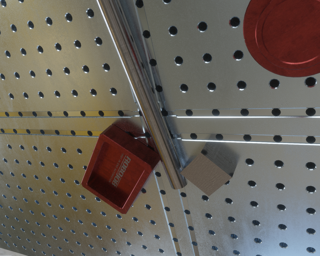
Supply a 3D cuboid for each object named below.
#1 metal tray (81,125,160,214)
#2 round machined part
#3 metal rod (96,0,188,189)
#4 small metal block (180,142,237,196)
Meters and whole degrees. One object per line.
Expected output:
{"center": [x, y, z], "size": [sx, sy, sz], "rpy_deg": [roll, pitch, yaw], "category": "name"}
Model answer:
{"center": [-0.065, 0.068, 0.481], "size": [0.090, 0.030, 0.129], "rpy_deg": [33, 129, 6], "category": "metal tray"}
{"center": [0.124, -0.091, 0.278], "size": [0.098, 0.042, 0.097], "rpy_deg": [13, 124, 20], "category": "round machined part"}
{"center": [-0.022, -0.049, 0.390], "size": [0.025, 0.025, 0.298], "rpy_deg": [-8, 115, 31], "category": "metal rod"}
{"center": [0.063, 0.055, 0.411], "size": [0.050, 0.025, 0.050], "rpy_deg": [39, 129, 1], "category": "small metal block"}
